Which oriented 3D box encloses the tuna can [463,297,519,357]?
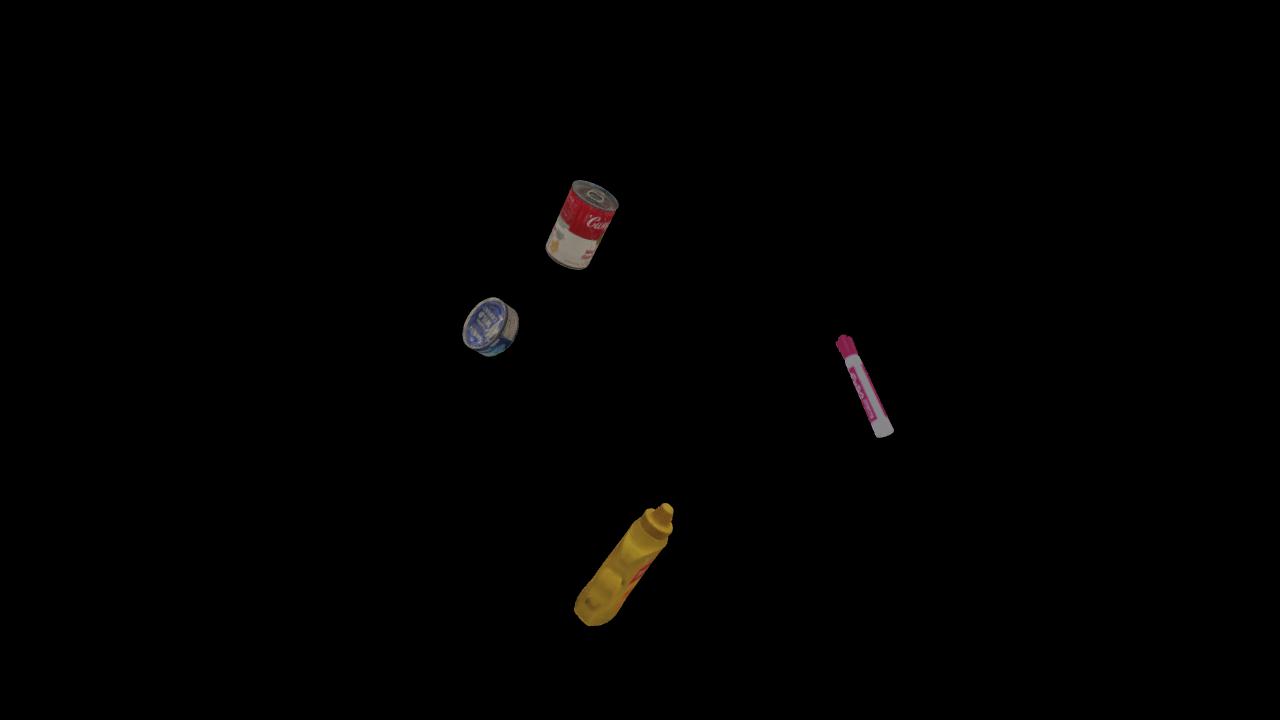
[{"bbox_3d":[-0.219,-0.048,0.905,0.084,0.084,0.034,0,-24,34],"label":"tuna can"}]

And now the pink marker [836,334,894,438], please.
[{"bbox_3d":[0.239,0.025,0.659,0.020,0.121,0.020,-10,-29,-6],"label":"pink marker"}]

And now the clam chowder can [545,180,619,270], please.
[{"bbox_3d":[-0.081,-0.182,0.837,0.068,0.102,0.068,22,34,-16],"label":"clam chowder can"}]

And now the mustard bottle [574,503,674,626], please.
[{"bbox_3d":[-0.012,0.257,0.797,0.054,0.184,0.092,41,18,25],"label":"mustard bottle"}]
